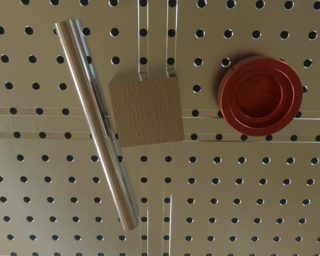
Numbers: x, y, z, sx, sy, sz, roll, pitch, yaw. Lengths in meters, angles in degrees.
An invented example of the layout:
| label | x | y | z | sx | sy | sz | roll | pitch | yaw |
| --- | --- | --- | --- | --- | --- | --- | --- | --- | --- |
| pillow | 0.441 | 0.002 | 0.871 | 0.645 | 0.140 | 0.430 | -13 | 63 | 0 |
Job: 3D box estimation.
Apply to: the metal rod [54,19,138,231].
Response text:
| label | x | y | z | sx | sy | sz | roll | pitch | yaw |
| --- | --- | --- | --- | --- | --- | --- | --- | --- | --- |
| metal rod | -0.079 | 0.010 | 0.416 | 0.025 | 0.025 | 0.298 | -13 | 110 | 4 |

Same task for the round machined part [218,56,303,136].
| label | x | y | z | sx | sy | sz | roll | pitch | yaw |
| --- | --- | --- | --- | --- | --- | --- | --- | --- | --- |
| round machined part | 0.122 | -0.042 | 0.390 | 0.099 | 0.042 | 0.097 | 0 | 110 | 0 |

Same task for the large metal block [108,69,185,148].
| label | x | y | z | sx | sy | sz | roll | pitch | yaw |
| --- | --- | --- | --- | --- | --- | --- | --- | --- | --- |
| large metal block | -0.014 | -0.026 | 0.390 | 0.080 | 0.050 | 0.079 | -7 | 110 | 2 |
